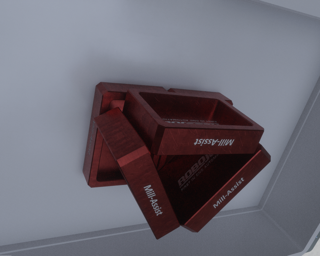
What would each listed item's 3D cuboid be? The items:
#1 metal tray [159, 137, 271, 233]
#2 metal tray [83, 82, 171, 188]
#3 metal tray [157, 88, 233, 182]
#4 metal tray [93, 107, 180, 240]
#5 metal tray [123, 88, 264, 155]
[{"bbox_3d":[0.060,0.053,0.390,0.130,0.090,0.030,-46,129,4],"label":"metal tray"},{"bbox_3d":[-0.041,0.011,0.389,0.091,0.030,0.129,1,117,-28],"label":"metal tray"},{"bbox_3d":[0.040,0.013,0.433,0.091,0.030,0.129,1,117,-29],"label":"metal tray"},{"bbox_3d":[-0.025,0.051,0.343,0.030,0.090,0.129,-28,128,-10],"label":"metal tray"},{"bbox_3d":[0.035,-0.008,0.339,0.131,0.090,0.030,2,118,-29],"label":"metal tray"}]
